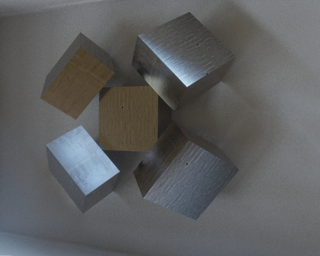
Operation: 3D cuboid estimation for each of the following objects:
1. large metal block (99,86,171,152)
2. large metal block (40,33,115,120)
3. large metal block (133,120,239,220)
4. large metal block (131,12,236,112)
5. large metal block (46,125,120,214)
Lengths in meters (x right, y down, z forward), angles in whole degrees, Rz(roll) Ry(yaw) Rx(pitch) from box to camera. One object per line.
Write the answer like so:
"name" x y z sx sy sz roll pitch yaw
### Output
"large metal block" -0.032 -0.012 0.406 0.080 0.050 0.080 1 90 20
"large metal block" -0.108 -0.071 0.409 0.050 0.080 0.080 35 105 -28
"large metal block" 0.029 0.050 0.362 0.080 0.050 0.080 30 103 -29
"large metal block" 0.026 -0.079 0.364 0.080 0.050 0.080 -34 74 -28
"large metal block" -0.103 0.056 0.410 0.080 0.050 0.080 48 149 13
